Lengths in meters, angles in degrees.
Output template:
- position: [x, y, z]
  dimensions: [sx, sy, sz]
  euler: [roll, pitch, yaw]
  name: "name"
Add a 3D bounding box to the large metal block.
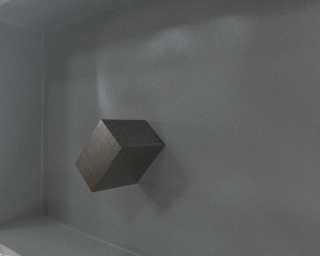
- position: [-0.053, 0.035, 0.416]
  dimensions: [0.050, 0.081, 0.080]
  euler: [50, 120, 28]
  name: "large metal block"
